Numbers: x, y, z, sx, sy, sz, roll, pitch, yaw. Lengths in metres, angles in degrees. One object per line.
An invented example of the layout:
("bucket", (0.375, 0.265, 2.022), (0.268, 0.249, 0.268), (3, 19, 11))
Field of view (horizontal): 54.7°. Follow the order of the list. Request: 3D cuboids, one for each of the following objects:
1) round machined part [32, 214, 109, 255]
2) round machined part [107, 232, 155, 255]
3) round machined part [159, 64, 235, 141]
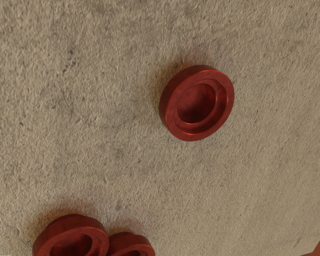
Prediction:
("round machined part", (-0.123, 0.158, 0.426), (0.099, 0.042, 0.097), (-14, 124, -21))
("round machined part", (-0.061, 0.203, 0.487), (0.099, 0.042, 0.097), (-16, 126, -22))
("round machined part", (0.043, -0.035, 0.397), (0.099, 0.042, 0.097), (-14, 124, -21))
